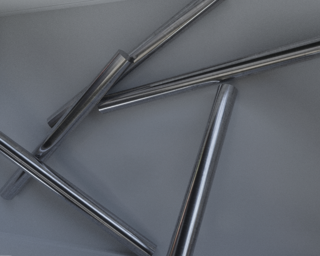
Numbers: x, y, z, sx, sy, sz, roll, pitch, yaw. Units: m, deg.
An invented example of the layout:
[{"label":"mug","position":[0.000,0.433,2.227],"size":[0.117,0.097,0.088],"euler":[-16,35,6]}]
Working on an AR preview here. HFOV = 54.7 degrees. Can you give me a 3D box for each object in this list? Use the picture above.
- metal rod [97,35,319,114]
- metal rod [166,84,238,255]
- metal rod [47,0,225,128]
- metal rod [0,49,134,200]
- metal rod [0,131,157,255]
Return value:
[{"label":"metal rod","position":[0.056,-0.064,0.390],"size":[0.301,0.025,0.025],"euler":[-13,86,19]},{"label":"metal rod","position":[0.036,0.082,0.326],"size":[0.025,0.025,0.300],"euler":[12,66,19]},{"label":"metal rod","position":[-0.041,-0.089,0.424],"size":[0.300,0.025,0.025],"euler":[-35,79,16]},{"label":"metal rod","position":[-0.143,0.007,0.443],"size":[0.299,0.025,0.025],"euler":[-44,77,20]},{"label":"metal rod","position":[-0.134,0.084,0.430],"size":[0.301,0.025,0.025],"euler":[34,101,6]}]
